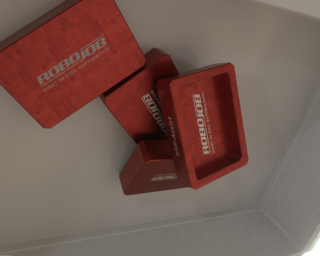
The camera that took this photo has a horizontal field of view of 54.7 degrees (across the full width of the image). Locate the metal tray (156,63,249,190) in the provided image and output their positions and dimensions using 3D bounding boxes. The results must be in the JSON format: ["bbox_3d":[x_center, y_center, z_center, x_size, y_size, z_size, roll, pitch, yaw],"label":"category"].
[{"bbox_3d":[0.054,-0.004,0.367,0.091,0.030,0.129,-20,107,-26],"label":"metal tray"}]

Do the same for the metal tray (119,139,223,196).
[{"bbox_3d":[0.020,0.052,0.424,0.131,0.030,0.089,-1,143,-30],"label":"metal tray"}]

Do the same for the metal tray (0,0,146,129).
[{"bbox_3d":[-0.090,-0.070,0.313,0.130,0.030,0.090,-35,129,-5],"label":"metal tray"}]

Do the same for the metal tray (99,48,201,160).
[{"bbox_3d":[-0.005,-0.022,0.389,0.090,0.030,0.130,-37,129,-4],"label":"metal tray"}]
